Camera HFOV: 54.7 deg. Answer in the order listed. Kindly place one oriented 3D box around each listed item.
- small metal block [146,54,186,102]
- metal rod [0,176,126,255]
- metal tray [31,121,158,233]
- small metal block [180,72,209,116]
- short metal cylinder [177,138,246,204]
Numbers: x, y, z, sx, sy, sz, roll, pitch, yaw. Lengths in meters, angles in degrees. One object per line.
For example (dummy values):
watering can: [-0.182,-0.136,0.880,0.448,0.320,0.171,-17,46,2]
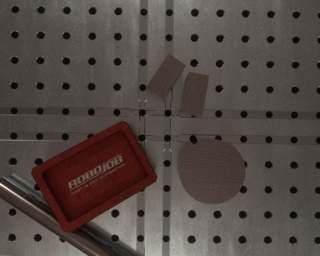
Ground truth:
small metal block: [0.007,-0.063,0.401,0.025,0.050,0.050,34,90,-1]
metal rod: [-0.089,0.158,0.412,0.301,0.025,0.025,34,90,-1]
metal tray: [-0.081,0.060,0.397,0.131,0.030,0.090,-29,90,-11]
small metal block: [0.043,-0.042,0.401,0.025,0.050,0.050,10,90,0]
short metal cylinder: [0.064,0.053,0.402,0.081,0.050,0.079,0,90,-1]
